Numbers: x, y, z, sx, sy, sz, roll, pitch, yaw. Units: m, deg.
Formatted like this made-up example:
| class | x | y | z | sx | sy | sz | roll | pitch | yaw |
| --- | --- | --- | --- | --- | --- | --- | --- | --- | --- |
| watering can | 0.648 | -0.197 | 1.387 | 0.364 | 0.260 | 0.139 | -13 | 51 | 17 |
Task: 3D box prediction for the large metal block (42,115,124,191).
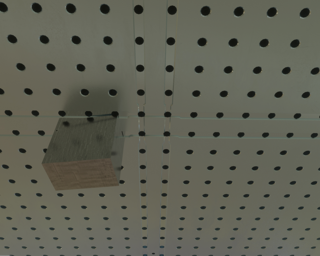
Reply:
| class | x | y | z | sx | sy | sz | roll | pitch | yaw |
| --- | --- | --- | --- | --- | --- | --- | --- | --- | --- |
| large metal block | -0.094 | 0.031 | 0.400 | 0.080 | 0.080 | 0.050 | -5 | 130 | 3 |
